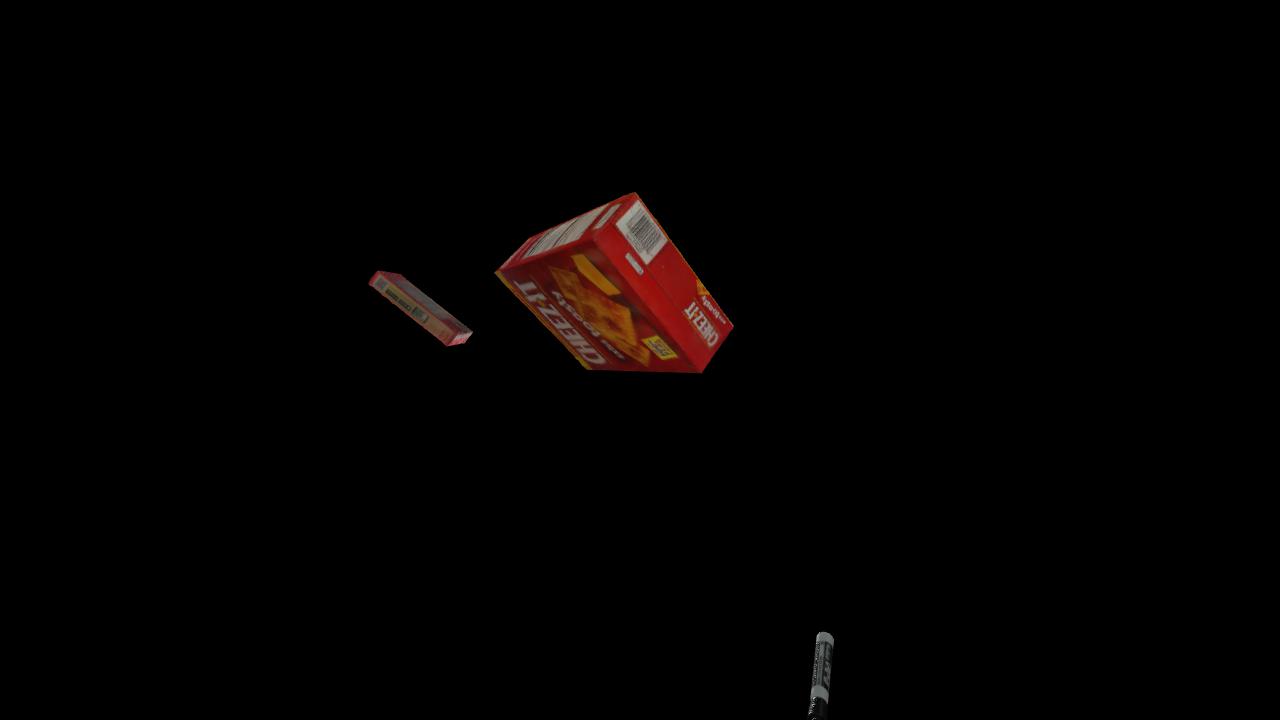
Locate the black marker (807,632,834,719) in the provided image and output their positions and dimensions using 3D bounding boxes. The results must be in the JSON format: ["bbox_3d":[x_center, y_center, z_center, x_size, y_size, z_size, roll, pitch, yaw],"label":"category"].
[{"bbox_3d":[0.185,0.326,0.629,0.020,0.020,0.121,0,16,20],"label":"black marker"}]

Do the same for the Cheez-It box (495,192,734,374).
[{"bbox_3d":[-0.035,-0.065,0.635,0.166,0.071,0.223,49,-26,-24],"label":"Cheez-It box"}]

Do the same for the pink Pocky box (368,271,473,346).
[{"bbox_3d":[-0.341,-0.080,0.964,0.155,0.029,0.084,39,4,-2],"label":"pink Pocky box"}]
